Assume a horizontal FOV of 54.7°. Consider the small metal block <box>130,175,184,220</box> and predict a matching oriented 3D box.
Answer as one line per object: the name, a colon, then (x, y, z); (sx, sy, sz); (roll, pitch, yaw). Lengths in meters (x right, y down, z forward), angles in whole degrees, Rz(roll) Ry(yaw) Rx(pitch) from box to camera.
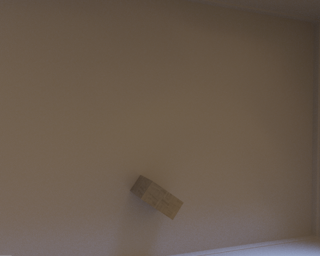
small metal block: (-0.005, 0.088, 0.397); (0.050, 0.050, 0.025); (38, 78, -17)
